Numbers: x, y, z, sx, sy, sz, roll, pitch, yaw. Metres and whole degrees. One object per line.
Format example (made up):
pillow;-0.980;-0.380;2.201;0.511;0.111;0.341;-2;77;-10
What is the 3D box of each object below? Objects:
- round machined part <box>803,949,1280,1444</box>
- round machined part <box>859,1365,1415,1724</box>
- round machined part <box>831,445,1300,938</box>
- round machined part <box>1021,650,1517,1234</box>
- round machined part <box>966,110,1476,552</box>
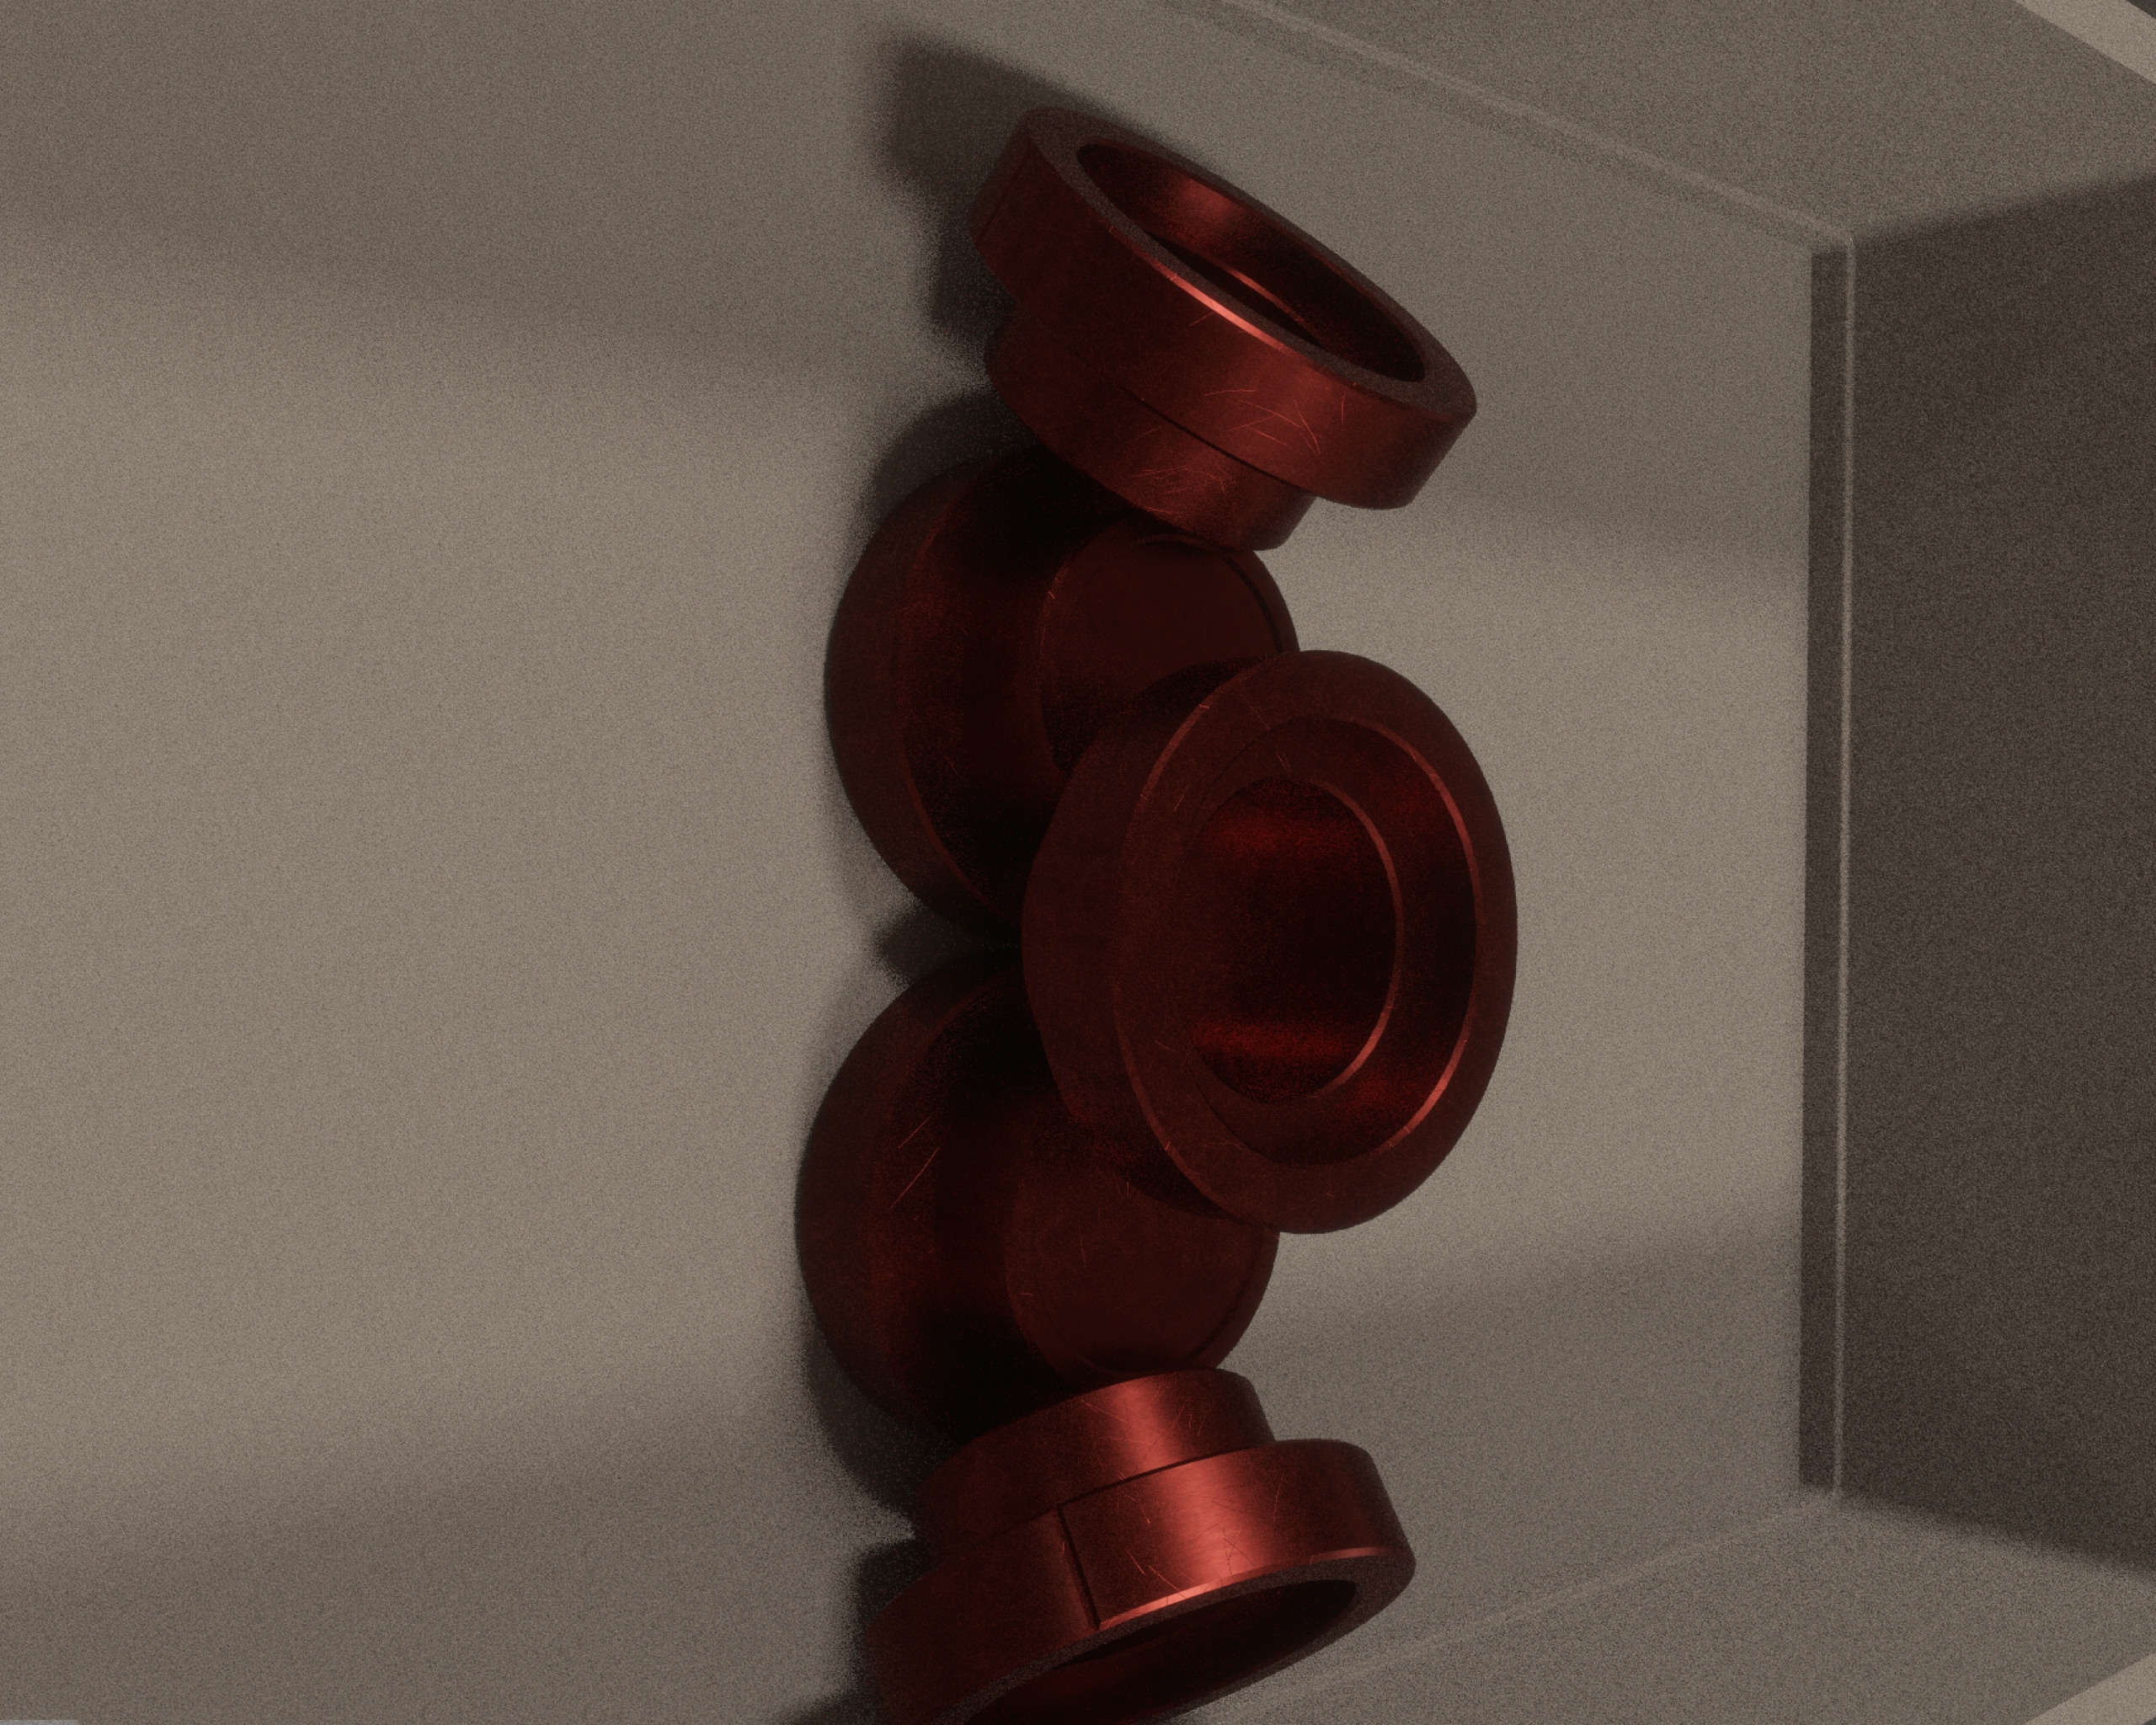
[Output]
round machined part;0.001;0.065;0.395;0.099;0.042;0.097;0;90;-40
round machined part;0.008;0.126;0.379;0.099;0.098;0.042;8;47;-40
round machined part;0.005;-0.032;0.399;0.099;0.042;0.097;0;90;-40
round machined part;0.029;0.013;0.364;0.099;0.042;0.097;0;90;-40
round machined part;0.022;-0.095;0.390;0.099;0.098;0.042;9;127;-40
